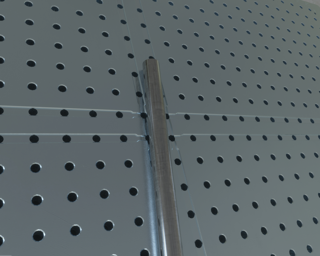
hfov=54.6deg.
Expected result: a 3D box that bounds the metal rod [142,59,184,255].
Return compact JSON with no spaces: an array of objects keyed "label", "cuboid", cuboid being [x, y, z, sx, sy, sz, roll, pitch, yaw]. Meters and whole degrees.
[{"label":"metal rod","cuboid":[0.001,0.037,0.385,0.025,0.025,0.299,8,58,-24]}]
